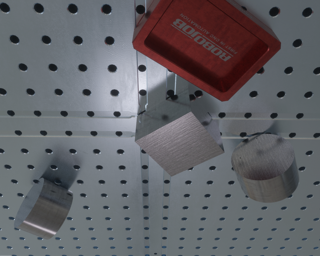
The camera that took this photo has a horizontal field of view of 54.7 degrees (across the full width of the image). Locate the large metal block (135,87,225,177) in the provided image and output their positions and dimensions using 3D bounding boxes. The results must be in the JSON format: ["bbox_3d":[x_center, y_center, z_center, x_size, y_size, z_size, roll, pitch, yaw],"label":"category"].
[{"bbox_3d":[0.025,0.008,0.402,0.080,0.050,0.080,-28,125,22],"label":"large metal block"}]

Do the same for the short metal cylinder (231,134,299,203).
[{"bbox_3d":[0.144,0.054,0.423,0.080,0.080,0.050,-18,128,14],"label":"short metal cylinder"}]

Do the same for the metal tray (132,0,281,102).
[{"bbox_3d":[0.048,-0.094,0.328,0.131,0.030,0.090,27,125,-22],"label":"metal tray"}]

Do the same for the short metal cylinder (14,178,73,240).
[{"bbox_3d":[-0.179,0.124,0.479,0.050,0.080,0.080,34,122,-26],"label":"short metal cylinder"}]
